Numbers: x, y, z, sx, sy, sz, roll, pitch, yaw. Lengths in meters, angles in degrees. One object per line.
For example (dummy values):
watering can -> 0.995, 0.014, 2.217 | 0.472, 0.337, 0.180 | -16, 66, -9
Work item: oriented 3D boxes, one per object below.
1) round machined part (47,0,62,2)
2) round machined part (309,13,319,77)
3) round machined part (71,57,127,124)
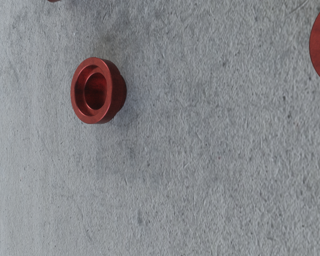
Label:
round machined part -> -0.176, -0.263, 0.510 | 0.042, 0.098, 0.097 | -11, 83, 12
round machined part -> 0.177, -0.070, 0.247 | 0.098, 0.042, 0.097 | 0, 90, 40
round machined part -> -0.089, -0.054, 0.467 | 0.098, 0.042, 0.097 | 0, 90, 40
